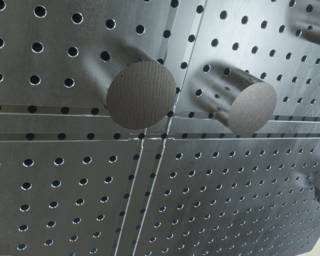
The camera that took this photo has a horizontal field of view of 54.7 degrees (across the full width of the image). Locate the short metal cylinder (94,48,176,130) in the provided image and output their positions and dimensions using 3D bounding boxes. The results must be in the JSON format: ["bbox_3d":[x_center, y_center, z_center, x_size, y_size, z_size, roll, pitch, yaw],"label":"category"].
[{"bbox_3d":[-0.029,-0.045,0.351,0.081,0.050,0.079,-14,124,-21],"label":"short metal cylinder"}]

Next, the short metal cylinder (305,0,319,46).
[{"bbox_3d":[0.257,-0.153,0.441,0.081,0.050,0.079,-14,124,-21],"label":"short metal cylinder"}]

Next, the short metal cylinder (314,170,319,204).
[{"bbox_3d":[0.373,0.128,0.659,0.080,0.080,0.050,-31,129,-9],"label":"short metal cylinder"}]

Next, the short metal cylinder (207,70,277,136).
[{"bbox_3d":[0.115,-0.036,0.435,0.081,0.050,0.079,-14,124,-21],"label":"short metal cylinder"}]
